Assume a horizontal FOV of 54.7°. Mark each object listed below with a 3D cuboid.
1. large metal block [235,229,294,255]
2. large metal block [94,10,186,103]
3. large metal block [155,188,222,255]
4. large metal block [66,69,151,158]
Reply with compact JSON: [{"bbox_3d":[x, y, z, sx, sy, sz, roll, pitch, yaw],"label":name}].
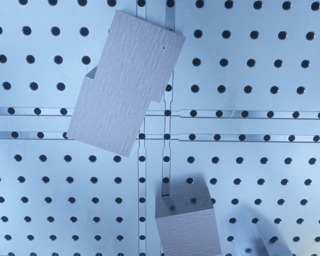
[{"bbox_3d":[0.169,0.214,0.466,0.080,0.080,0.050,36,106,-13],"label":"large metal block"},{"bbox_3d":[-0.023,-0.086,0.368,0.080,0.050,0.079,20,109,-8],"label":"large metal block"},{"bbox_3d":[0.041,0.143,0.453,0.080,0.050,0.079,-11,110,3],"label":"large metal block"},{"bbox_3d":[-0.063,-0.020,0.392,0.080,0.050,0.079,20,109,-8],"label":"large metal block"}]
